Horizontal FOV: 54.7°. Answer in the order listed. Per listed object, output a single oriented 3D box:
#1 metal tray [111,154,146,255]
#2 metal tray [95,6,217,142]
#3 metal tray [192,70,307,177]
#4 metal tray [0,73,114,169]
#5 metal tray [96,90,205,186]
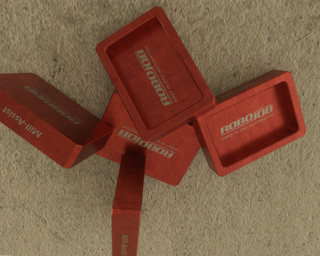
[{"bbox_3d":[-0.039,0.108,0.395,0.030,0.090,0.129,5,131,-2],"label":"metal tray"},{"bbox_3d":[-0.006,-0.060,0.355,0.090,0.030,0.130,-30,79,10],"label":"metal tray"},{"bbox_3d":[0.112,-0.007,0.390,0.131,0.030,0.090,-25,109,-7],"label":"metal tray"},{"bbox_3d":[-0.128,-0.014,0.353,0.130,0.090,0.030,35,107,5],"label":"metal tray"},{"bbox_3d":[-0.016,0.013,0.413,0.131,0.030,0.089,24,108,-9],"label":"metal tray"}]
